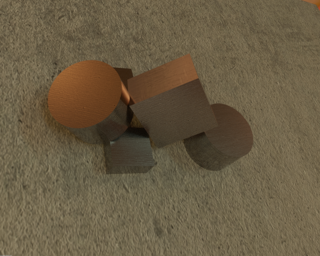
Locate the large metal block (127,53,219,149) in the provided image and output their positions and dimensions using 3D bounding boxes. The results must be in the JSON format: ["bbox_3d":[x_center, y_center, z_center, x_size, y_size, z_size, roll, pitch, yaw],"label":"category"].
[{"bbox_3d":[0.016,-0.030,0.375,0.050,0.080,0.080,-100,164,-45],"label":"large metal block"}]

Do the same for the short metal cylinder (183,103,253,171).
[{"bbox_3d":[0.079,0.013,0.426,0.081,0.050,0.080,14,56,-21],"label":"short metal cylinder"}]

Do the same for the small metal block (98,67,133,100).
[{"bbox_3d":[-0.060,-0.052,0.405,0.050,0.025,0.050,-1,62,-29],"label":"small metal block"}]

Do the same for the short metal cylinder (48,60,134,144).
[{"bbox_3d":[-0.074,-0.028,0.344,0.080,0.050,0.080,-3,68,9],"label":"short metal cylinder"}]

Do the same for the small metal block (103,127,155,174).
[{"bbox_3d":[-0.039,0.027,0.369,0.050,0.025,0.050,3,61,-27],"label":"small metal block"}]
